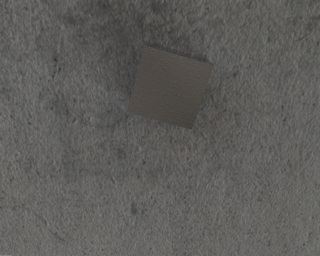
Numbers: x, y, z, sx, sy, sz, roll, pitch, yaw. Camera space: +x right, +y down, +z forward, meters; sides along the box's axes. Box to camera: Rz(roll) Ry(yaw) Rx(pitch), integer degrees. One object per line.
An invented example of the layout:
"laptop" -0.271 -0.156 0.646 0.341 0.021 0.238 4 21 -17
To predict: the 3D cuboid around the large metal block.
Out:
"large metal block" 0.010 -0.053 0.377 0.081 0.050 0.079 15 109 -6
